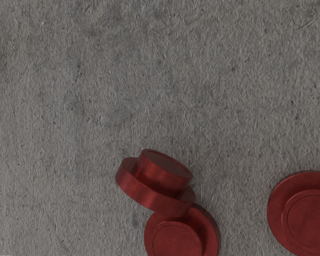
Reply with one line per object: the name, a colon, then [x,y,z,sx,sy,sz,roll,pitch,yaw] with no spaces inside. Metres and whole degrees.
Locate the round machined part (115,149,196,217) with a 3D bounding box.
round machined part: [0.000,0.059,0.370,0.098,0.098,0.042,30,100,17]

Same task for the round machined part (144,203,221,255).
round machined part: [0.025,0.144,0.391,0.098,0.042,0.097,0,90,20]

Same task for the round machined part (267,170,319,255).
round machined part: [0.169,0.098,0.340,0.098,0.042,0.097,0,90,20]
